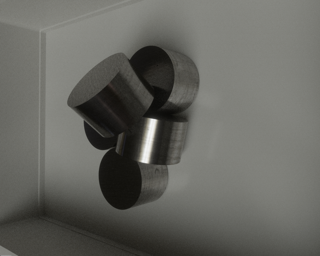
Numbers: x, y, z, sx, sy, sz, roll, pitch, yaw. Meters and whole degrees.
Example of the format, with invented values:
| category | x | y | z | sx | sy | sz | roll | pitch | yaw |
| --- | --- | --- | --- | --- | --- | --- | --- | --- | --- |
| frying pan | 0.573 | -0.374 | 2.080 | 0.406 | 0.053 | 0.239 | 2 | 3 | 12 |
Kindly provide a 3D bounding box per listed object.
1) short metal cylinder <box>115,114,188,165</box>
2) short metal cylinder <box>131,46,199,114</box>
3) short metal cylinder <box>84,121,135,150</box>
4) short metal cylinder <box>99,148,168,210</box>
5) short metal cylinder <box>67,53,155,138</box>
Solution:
| category | x | y | z | sx | sy | sz | roll | pitch | yaw |
| --- | --- | --- | --- | --- | --- | --- | --- | --- | --- |
| short metal cylinder | -0.010 | 0.008 | 0.376 | 0.080 | 0.081 | 0.050 | 17 | 101 | 38 |
| short metal cylinder | 0.001 | -0.057 | 0.386 | 0.080 | 0.050 | 0.079 | 0 | 90 | 39 |
| short metal cylinder | -0.062 | -0.010 | 0.437 | 0.080 | 0.050 | 0.079 | 0 | 90 | 39 |
| short metal cylinder | -0.037 | 0.064 | 0.416 | 0.080 | 0.050 | 0.079 | 0 | 90 | 39 |
| short metal cylinder | -0.053 | -0.036 | 0.339 | 0.080 | 0.050 | 0.080 | -29 | 33 | 21 |
